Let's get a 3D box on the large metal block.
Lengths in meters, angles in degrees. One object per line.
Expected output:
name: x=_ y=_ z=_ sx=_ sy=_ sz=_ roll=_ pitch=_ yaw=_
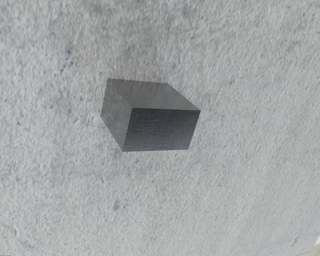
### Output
large metal block: x=-0.014 y=-0.016 z=0.355 sx=0.081 sy=0.080 sz=0.050 roll=0 pitch=118 yaw=-29
